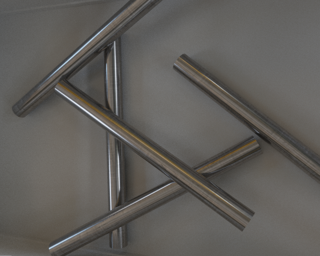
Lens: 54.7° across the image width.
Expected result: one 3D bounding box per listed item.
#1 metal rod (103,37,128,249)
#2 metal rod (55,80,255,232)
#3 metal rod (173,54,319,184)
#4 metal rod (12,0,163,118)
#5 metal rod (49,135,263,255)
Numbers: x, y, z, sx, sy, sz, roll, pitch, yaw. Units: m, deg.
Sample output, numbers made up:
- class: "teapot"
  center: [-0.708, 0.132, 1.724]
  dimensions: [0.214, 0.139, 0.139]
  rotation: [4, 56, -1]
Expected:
- class: "metal rod"
  center: [-0.063, 0.014, 0.431]
  dimensions: [0.025, 0.025, 0.298]
  rotation: [-2, 89, 19]
- class: "metal rod"
  center: [-0.022, 0.022, 0.384]
  dimensions: [0.300, 0.025, 0.025]
  rotation: [34, 101, 20]
- class: "metal rod"
  center: [0.135, 0.009, 0.362]
  dimensions: [0.300, 0.025, 0.025]
  rotation: [41, 103, 15]
- class: "metal rod"
  center: [-0.106, -0.099, 0.424]
  dimensions: [0.299, 0.025, 0.025]
  rotation: [-32, 80, 25]
- class: "metal rod"
  center: [-0.012, 0.092, 0.394]
  dimensions: [0.300, 0.025, 0.025]
  rotation: [-29, 81, 9]
